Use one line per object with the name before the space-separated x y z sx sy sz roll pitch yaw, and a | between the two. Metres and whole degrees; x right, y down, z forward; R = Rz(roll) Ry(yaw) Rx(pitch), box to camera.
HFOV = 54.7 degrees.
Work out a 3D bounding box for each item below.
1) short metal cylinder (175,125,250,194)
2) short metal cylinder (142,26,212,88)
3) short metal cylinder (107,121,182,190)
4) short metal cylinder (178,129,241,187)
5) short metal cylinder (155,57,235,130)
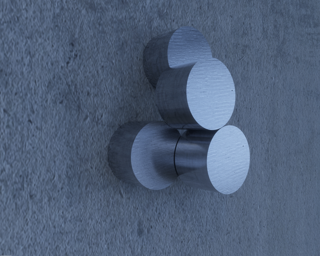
short metal cylinder | 0.065 0.037 0.378 0.081 0.050 0.080 0 90 -40
short metal cylinder | 0.024 -0.088 0.410 0.081 0.050 0.080 0 90 -40
short metal cylinder | -0.016 0.031 0.376 0.081 0.050 0.080 0 90 -40
short metal cylinder | 0.073 0.042 0.450 0.081 0.050 0.080 0 90 -40
short metal cylinder | 0.042 -0.038 0.359 0.081 0.050 0.080 0 90 -40
